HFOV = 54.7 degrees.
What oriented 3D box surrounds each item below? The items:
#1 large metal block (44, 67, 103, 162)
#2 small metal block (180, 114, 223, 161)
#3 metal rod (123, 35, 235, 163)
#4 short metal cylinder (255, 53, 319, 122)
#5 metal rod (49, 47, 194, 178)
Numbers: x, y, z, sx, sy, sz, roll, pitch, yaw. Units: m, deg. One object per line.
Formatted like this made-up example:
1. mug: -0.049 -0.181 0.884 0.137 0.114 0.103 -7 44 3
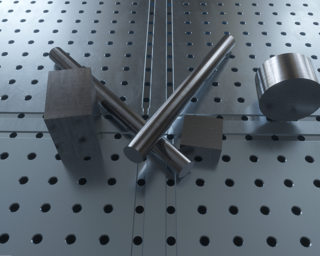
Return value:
1. large metal block: -0.104 -0.017 0.385 0.050 0.080 0.080 -7 51 -6
2. small metal block: 0.053 0.012 0.398 0.050 0.025 0.050 7 50 6
3. metal rod: 0.044 -0.060 0.437 0.025 0.025 0.301 24 48 18
4. short metal cylinder: 0.173 -0.053 0.418 0.080 0.080 0.050 4 50 3
5. metal rod: -0.069 -0.036 0.437 0.025 0.025 0.300 -35 58 -26
